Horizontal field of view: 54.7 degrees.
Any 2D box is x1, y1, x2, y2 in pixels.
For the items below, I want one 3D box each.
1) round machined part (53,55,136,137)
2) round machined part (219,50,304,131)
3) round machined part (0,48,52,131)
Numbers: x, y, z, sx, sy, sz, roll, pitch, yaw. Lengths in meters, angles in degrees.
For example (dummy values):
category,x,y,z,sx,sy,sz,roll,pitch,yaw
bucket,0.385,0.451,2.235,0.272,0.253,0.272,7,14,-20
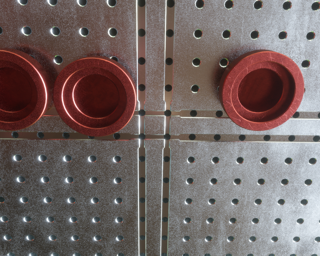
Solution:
category,x,y,z,sx,sy,sz,roll,pitch,yaw
round machined part,-0.078,-0.042,0.388,0.099,0.042,0.097,0,110,-1
round machined part,0.123,-0.049,0.388,0.099,0.042,0.097,0,110,-1
round machined part,-0.183,-0.049,0.384,0.099,0.042,0.097,0,110,-1
